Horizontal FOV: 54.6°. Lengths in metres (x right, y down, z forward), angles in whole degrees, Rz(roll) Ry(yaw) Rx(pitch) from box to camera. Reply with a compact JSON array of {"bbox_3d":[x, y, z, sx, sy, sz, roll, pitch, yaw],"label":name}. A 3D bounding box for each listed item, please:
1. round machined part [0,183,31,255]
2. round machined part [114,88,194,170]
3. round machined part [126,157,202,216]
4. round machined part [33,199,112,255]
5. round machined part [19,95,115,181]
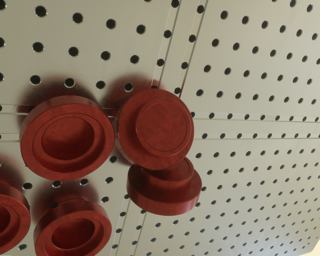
[{"bbox_3d":[-0.202,0.100,0.351,0.099,0.042,0.097,-14,124,-21],"label":"round machined part"},{"bbox_3d":[-0.002,0.001,0.368,0.099,0.042,0.098,3,83,-22],"label":"round machined part"},{"bbox_3d":[0.007,0.064,0.406,0.099,0.098,0.042,-6,123,-25],"label":"round machined part"},{"bbox_3d":[-0.119,0.136,0.419,0.099,0.042,0.097,-14,124,-21],"label":"round machined part"},{"bbox_3d":[-0.104,0.008,0.347,0.099,0.042,0.097,-14,125,-21],"label":"round machined part"}]
